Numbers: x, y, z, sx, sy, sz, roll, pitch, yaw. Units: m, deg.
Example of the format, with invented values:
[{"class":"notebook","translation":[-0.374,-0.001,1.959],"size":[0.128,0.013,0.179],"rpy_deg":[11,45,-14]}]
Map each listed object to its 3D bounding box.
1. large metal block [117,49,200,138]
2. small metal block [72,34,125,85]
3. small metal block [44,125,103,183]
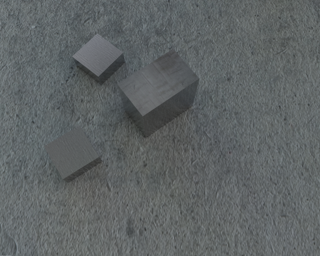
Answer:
[{"class":"large metal block","translation":[-0.002,-0.041,0.394],"size":[0.080,0.080,0.050],"rpy_deg":[-35,74,-12]},{"class":"small metal block","translation":[-0.087,-0.098,0.443],"size":[0.050,0.025,0.050],"rpy_deg":[38,74,12]},{"class":"small metal block","translation":[-0.110,0.033,0.395],"size":[0.050,0.025,0.050],"rpy_deg":[-32,73,-11]}]
